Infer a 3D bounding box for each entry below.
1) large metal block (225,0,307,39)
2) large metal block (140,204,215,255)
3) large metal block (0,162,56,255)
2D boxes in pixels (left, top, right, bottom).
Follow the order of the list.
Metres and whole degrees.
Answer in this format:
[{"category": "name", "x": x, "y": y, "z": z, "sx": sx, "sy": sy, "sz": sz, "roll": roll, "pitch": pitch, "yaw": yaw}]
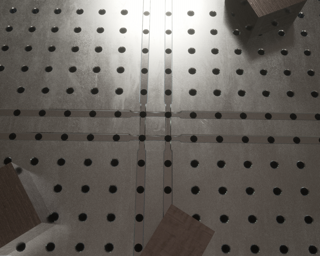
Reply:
[{"category": "large metal block", "x": 0.158, "y": -0.195, "z": 0.472, "sx": 0.080, "sy": 0.050, "sz": 0.080, "roll": -22, "pitch": 72, "yaw": -8}, {"category": "large metal block", "x": 0.011, "y": 0.134, "z": 0.334, "sx": 0.050, "sy": 0.080, "sz": 0.080, "roll": 31, "pitch": 73, "yaw": 10}, {"category": "large metal block", "x": -0.183, "y": 0.099, "z": 0.360, "sx": 0.080, "sy": 0.050, "sz": 0.080, "roll": -31, "pitch": 73, "yaw": -11}]
